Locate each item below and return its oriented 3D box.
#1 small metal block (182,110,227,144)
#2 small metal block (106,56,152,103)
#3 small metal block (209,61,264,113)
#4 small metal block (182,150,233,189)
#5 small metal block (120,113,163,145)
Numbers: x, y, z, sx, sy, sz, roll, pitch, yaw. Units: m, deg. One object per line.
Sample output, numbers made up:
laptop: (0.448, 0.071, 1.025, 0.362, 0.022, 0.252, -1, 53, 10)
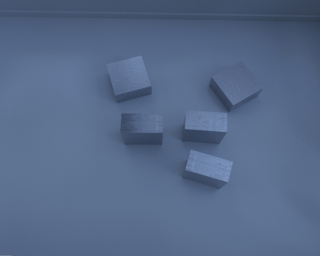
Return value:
small metal block: (0.056, 0.000, 0.397, 0.050, 0.050, 0.025, 4, 70, 1)
small metal block: (-0.043, -0.068, 0.434, 0.050, 0.025, 0.050, -16, 71, -6)
small metal block: (0.105, -0.058, 0.432, 0.050, 0.025, 0.050, -30, 73, -11)
small metal block: (0.056, 0.052, 0.378, 0.050, 0.050, 0.025, 16, 71, 5)
small metal block: (-0.022, 0.002, 0.395, 0.050, 0.050, 0.025, 0, 70, 0)
